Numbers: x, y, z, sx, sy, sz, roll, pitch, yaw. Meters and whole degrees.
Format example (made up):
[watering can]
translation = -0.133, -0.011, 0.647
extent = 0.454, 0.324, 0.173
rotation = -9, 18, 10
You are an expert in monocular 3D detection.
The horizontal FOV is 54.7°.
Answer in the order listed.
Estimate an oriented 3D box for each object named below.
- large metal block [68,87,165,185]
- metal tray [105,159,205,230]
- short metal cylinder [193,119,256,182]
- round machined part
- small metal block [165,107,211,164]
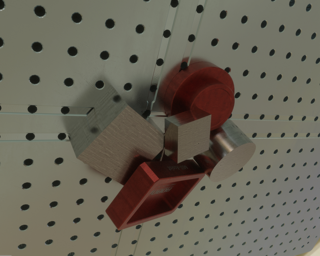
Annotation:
[large metal block]
translation = -0.049, 0.012, 0.376
extent = 0.080, 0.050, 0.080
rotation = -46, 129, 4
[metal tray]
translation = -0.001, 0.087, 0.424
extent = 0.090, 0.030, 0.131
rotation = -54, 151, 19
[short metal cylinder]
translation = 0.091, 0.033, 0.450
extent = 0.081, 0.050, 0.080
rotation = -25, 145, -19
[round machined part]
translation = 0.059, -0.034, 0.411
extent = 0.099, 0.042, 0.097
rotation = -14, 124, -21
[small metal block]
translation = 0.033, 0.008, 0.374
extent = 0.050, 0.025, 0.050
rotation = -20, 124, -31
